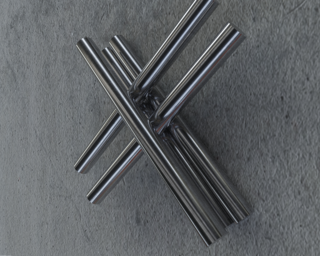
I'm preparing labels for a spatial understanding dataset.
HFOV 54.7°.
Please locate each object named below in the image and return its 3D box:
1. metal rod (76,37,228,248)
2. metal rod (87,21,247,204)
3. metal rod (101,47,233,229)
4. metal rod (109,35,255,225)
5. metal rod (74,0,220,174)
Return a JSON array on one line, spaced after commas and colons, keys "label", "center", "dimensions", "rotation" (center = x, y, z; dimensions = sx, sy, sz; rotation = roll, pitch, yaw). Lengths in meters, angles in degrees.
[{"label": "metal rod", "center": [-0.024, -0.003, 0.359], "dimensions": [0.025, 0.025, 0.299], "rotation": [-50, 61, 28]}, {"label": "metal rod", "center": [-0.009, 0.001, 0.379], "dimensions": [0.299, 0.025, 0.025], "rotation": [-49, 61, 28]}, {"label": "metal rod", "center": [-0.002, -0.001, 0.406], "dimensions": [0.025, 0.025, 0.299], "rotation": [-49, 61, 28]}, {"label": "metal rod", "center": [0.014, -0.015, 0.393], "dimensions": [0.025, 0.025, 0.299], "rotation": [-49, 61, 28]}, {"label": "metal rod", "center": [-0.032, -0.040, 0.398], "dimensions": [0.299, 0.025, 0.025], "rotation": [-49, 61, 28]}]
